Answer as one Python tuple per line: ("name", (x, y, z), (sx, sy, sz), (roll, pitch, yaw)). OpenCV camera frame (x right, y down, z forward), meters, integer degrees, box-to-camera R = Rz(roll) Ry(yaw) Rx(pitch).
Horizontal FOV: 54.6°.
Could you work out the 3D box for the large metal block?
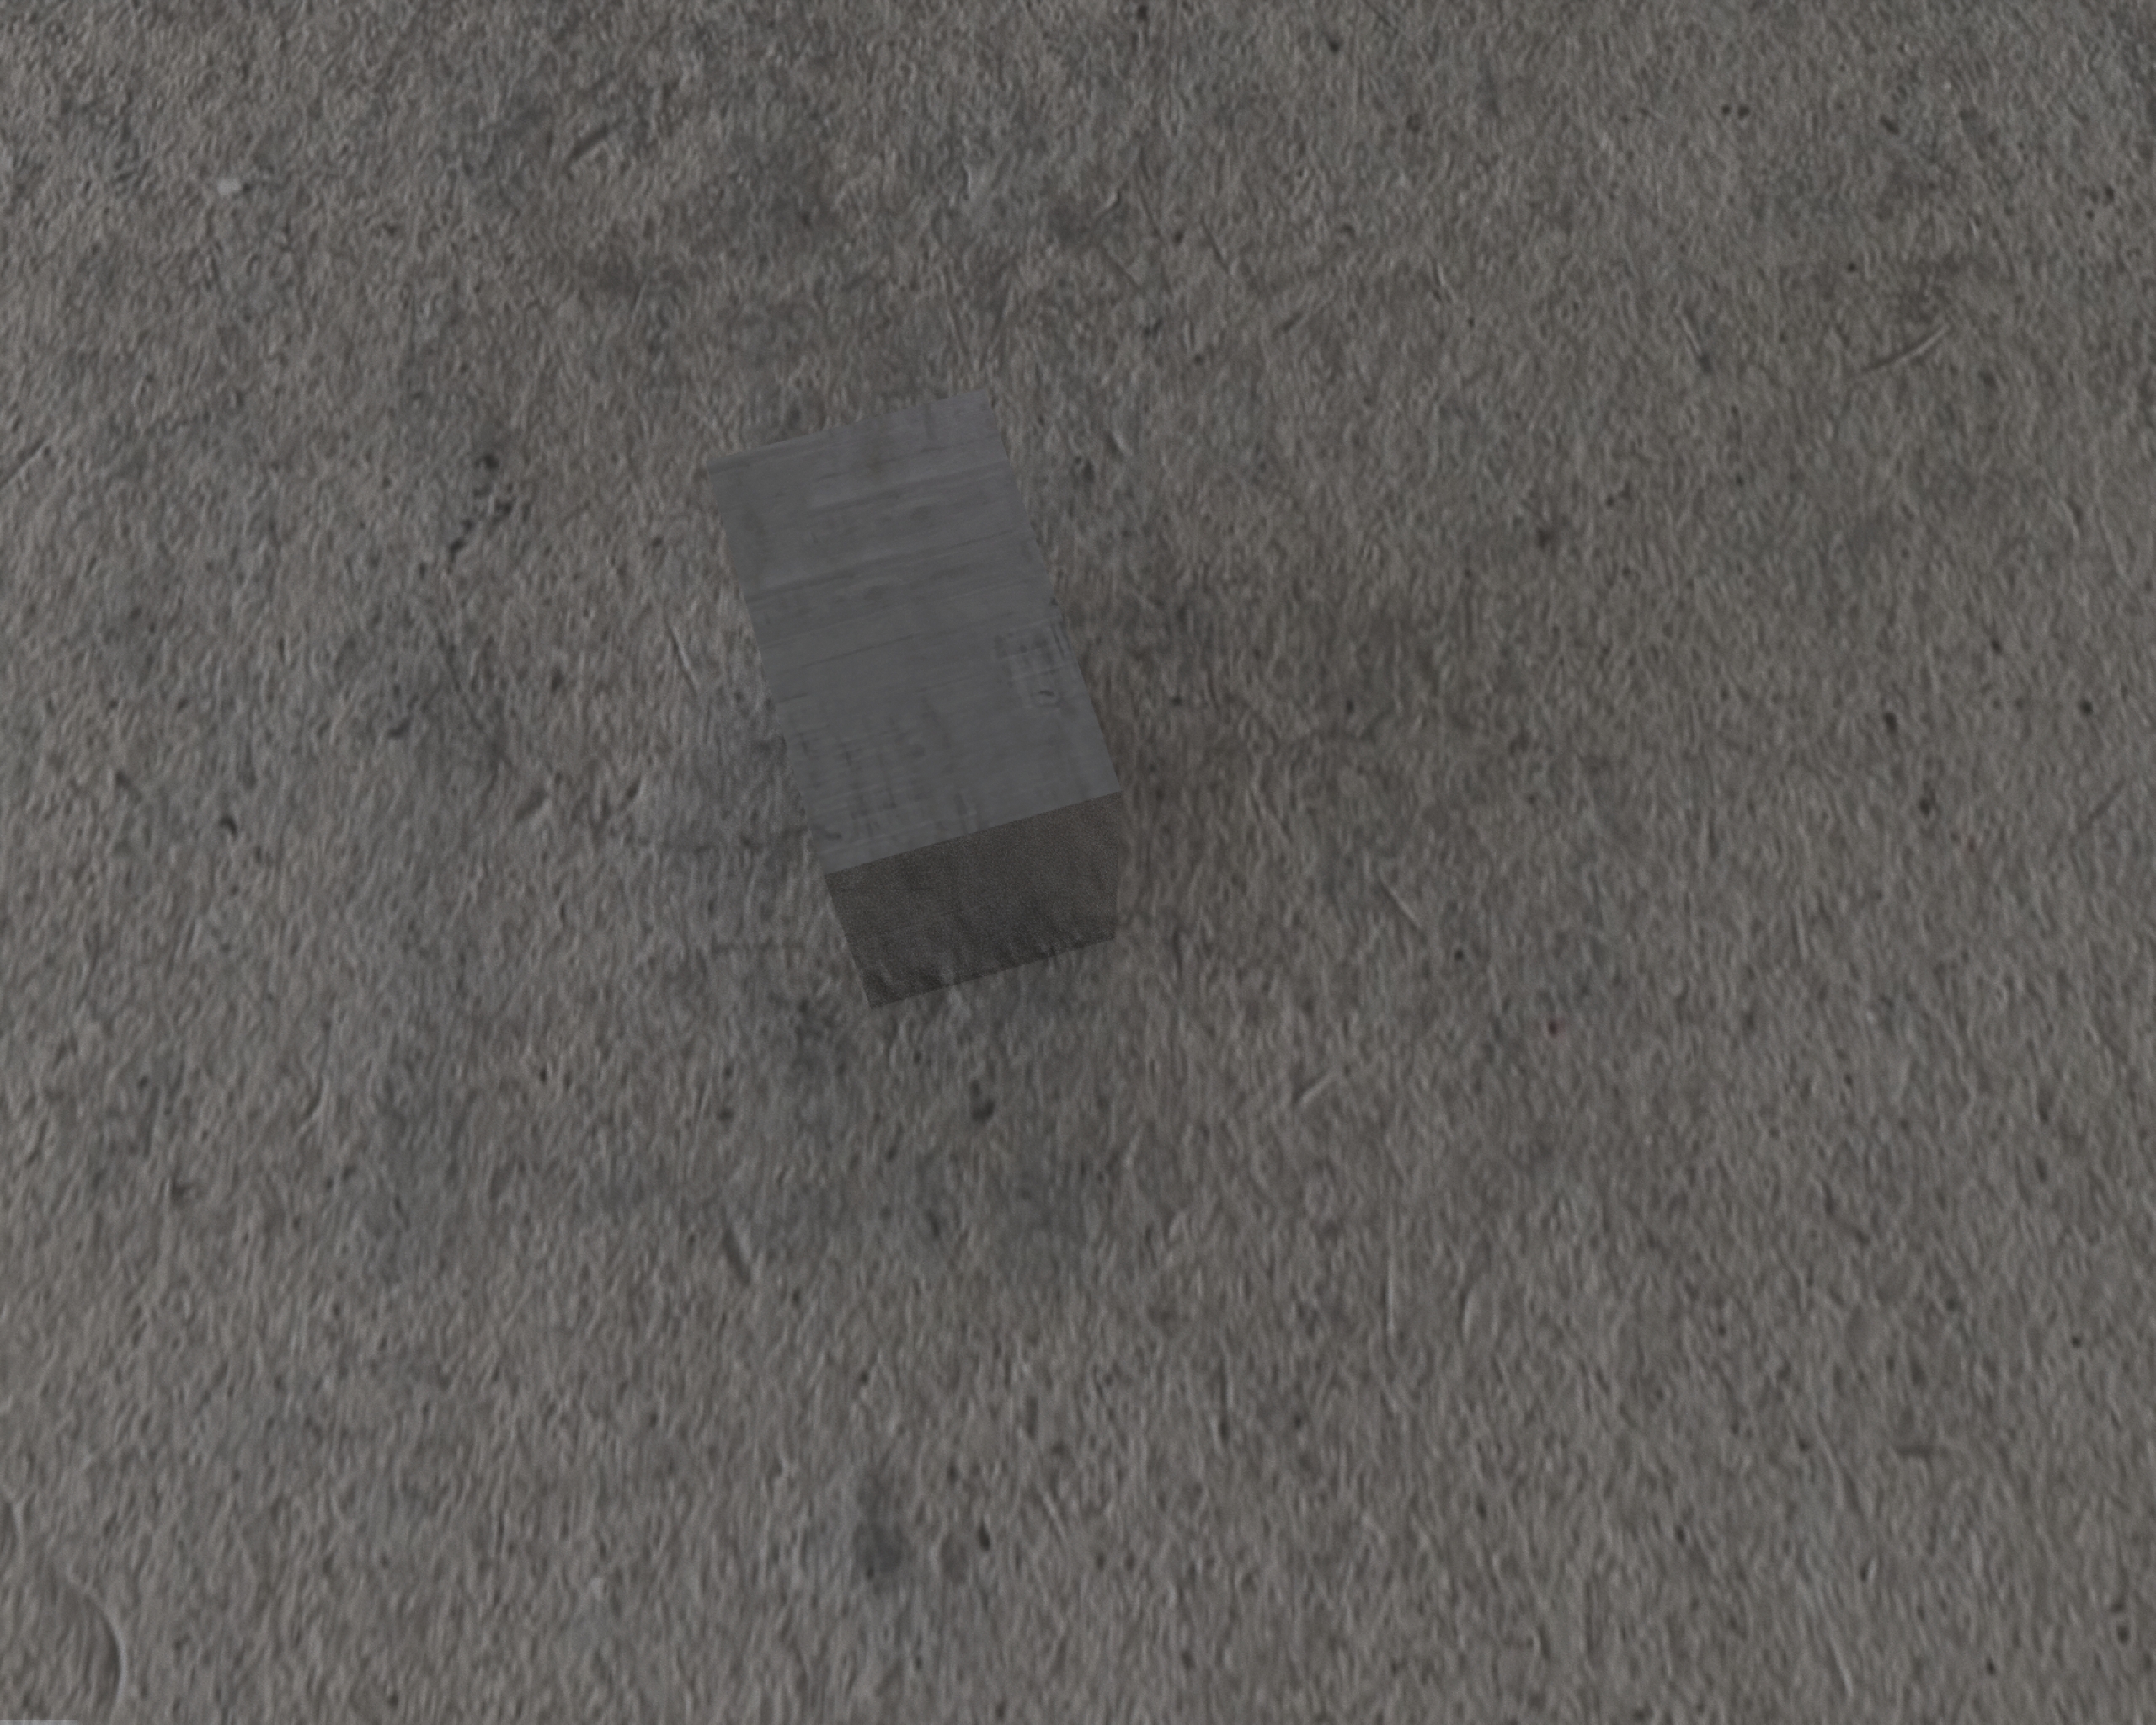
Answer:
("large metal block", (-0.029, -0.027, 0.389), (0.050, 0.080, 0.080), (-16, 71, -6))
